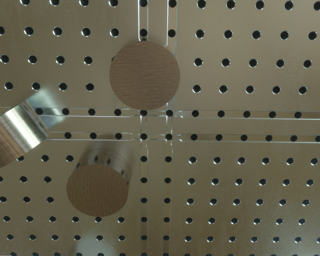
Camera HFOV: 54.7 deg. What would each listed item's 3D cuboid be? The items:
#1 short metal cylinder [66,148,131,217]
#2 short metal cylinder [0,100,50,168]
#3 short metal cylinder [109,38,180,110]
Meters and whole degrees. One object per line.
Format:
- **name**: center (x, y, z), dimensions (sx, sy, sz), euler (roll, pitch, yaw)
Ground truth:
- **short metal cylinder**: center (-0.081, 0.074, 0.426), dimensions (0.081, 0.050, 0.079), euler (0, 110, 0)
- **short metal cylinder**: center (-0.187, 0.007, 0.385), dimensions (0.080, 0.080, 0.050), euler (-28, 108, 9)
- **short metal cylinder**: center (-0.017, -0.067, 0.375), dimensions (0.081, 0.050, 0.079), euler (0, 110, 0)
